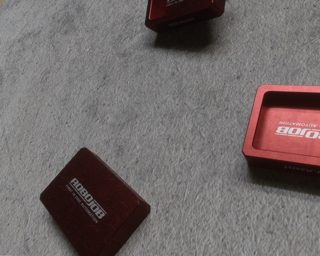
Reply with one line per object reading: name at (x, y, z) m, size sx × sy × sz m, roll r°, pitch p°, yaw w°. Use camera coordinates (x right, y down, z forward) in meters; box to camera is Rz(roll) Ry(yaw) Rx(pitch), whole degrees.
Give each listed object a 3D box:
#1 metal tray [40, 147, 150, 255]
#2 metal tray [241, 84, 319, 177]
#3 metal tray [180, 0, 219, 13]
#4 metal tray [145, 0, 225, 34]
metal tray at (-0.085, 0.093, 0.388) m, size 0.130 × 0.030 × 0.090 m, roll 34°, pitch 81°, yaw 38°
metal tray at (0.159, 0.002, 0.315) m, size 0.130 × 0.030 × 0.090 m, roll 7°, pitch 65°, yaw 31°
metal tray at (0.064, -0.257, 0.525) m, size 0.090 × 0.030 × 0.130 m, roll -40°, pitch 51°, yaw 0°
metal tray at (0.037, -0.202, 0.469) m, size 0.130 × 0.030 × 0.090 m, roll 0°, pitch 80°, yaw 43°
